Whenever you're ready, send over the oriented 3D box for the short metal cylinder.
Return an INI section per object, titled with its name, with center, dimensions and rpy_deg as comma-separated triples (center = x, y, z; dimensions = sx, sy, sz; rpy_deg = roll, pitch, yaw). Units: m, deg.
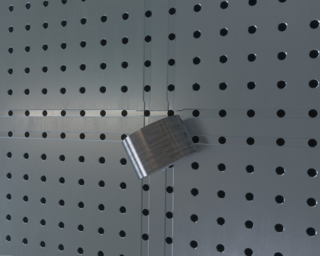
[short metal cylinder]
center = 0.000, 0.024, 0.384
dimensions = 0.080, 0.080, 0.050
rpy_deg = -29, 81, 18
